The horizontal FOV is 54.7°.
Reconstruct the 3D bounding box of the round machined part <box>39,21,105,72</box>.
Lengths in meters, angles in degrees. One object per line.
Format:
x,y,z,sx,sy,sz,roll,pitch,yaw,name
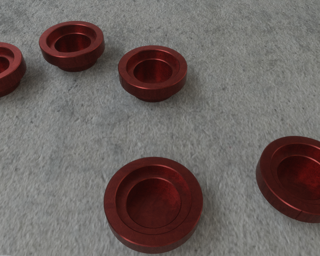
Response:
-0.138,-0.127,0.497,0.099,0.042,0.098,0,50,0,round machined part

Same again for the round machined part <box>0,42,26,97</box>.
-0.248,-0.081,0.457,0.099,0.042,0.098,0,50,0,round machined part

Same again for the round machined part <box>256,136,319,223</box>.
0.156,0.060,0.344,0.099,0.042,0.098,0,50,0,round machined part

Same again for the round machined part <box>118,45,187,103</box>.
-0.010,-0.075,0.456,0.099,0.042,0.098,0,50,0,round machined part

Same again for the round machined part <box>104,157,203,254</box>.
-0.006,0.082,0.323,0.099,0.042,0.098,0,50,0,round machined part
